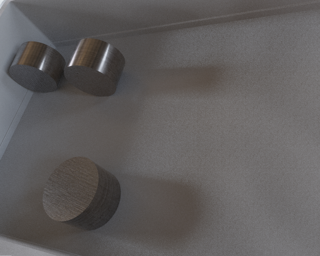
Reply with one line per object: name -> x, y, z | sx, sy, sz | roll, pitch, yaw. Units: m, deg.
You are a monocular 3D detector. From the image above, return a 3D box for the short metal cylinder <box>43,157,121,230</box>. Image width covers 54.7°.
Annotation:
short metal cylinder -> -0.097, 0.082, 0.388 | 0.080, 0.050, 0.080 | -13, 56, 20

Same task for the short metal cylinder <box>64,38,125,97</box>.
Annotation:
short metal cylinder -> -0.099, -0.091, 0.476 | 0.080, 0.080, 0.050 | 1, 62, 28

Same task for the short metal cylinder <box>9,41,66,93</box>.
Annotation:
short metal cylinder -> -0.214, -0.106, 0.545 | 0.080, 0.080, 0.050 | -3, 60, 26
